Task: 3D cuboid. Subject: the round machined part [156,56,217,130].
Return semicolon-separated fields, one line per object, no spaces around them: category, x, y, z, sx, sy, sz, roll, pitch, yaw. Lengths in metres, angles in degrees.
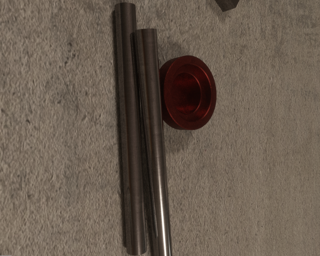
round machined part;0.029;-0.046;0.420;0.099;0.042;0.097;0;90;-40

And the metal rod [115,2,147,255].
metal rod;-0.035;0.003;0.376;0.025;0.025;0.298;-4;93;-40

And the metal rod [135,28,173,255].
metal rod;-0.006;0.033;0.384;0.025;0.025;0.298;-13;104;-40

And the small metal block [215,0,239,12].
small metal block;0.107;-0.226;0.497;0.050;0.025;0.050;42;65;-32
